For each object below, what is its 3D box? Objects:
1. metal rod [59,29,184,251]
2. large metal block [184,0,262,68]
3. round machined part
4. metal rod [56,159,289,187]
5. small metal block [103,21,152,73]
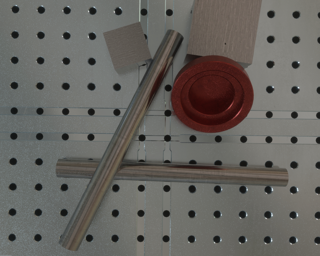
[{"bbox_3d":[-0.045,0.009,0.393,0.025,0.025,0.299,26,82,-1],"label":"metal rod"},{"bbox_3d":[0.078,-0.124,0.402,0.081,0.050,0.080,9,90,-1],"label":"large metal block"},{"bbox_3d":[0.065,-0.045,0.391,0.099,0.042,0.097,3,123,5],"label":"round machined part"},{"bbox_3d":[0.016,0.060,0.413,0.302,0.025,0.025,2,90,-1],"label":"metal rod"},{"bbox_3d":[-0.042,-0.107,0.413,0.050,0.025,0.050,-18,90,-1],"label":"small metal block"}]
